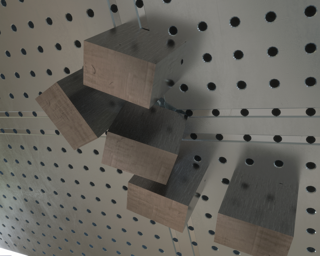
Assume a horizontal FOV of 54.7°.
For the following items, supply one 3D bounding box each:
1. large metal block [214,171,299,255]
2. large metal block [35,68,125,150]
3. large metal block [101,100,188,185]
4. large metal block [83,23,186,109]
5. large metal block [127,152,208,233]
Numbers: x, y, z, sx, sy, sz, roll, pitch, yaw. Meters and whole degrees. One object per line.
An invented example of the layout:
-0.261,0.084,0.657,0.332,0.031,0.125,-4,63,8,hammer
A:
0.118,0.106,0.379,0.080,0.080,0.050,14,124,20,large metal block
-0.097,-0.031,0.406,0.050,0.080,0.080,-25,105,37,large metal block
-0.017,0.013,0.381,0.080,0.080,0.050,19,127,1,large metal block
-0.027,-0.072,0.344,0.080,0.080,0.050,21,126,15,large metal block
0.011,0.081,0.419,0.080,0.080,0.050,19,126,17,large metal block
